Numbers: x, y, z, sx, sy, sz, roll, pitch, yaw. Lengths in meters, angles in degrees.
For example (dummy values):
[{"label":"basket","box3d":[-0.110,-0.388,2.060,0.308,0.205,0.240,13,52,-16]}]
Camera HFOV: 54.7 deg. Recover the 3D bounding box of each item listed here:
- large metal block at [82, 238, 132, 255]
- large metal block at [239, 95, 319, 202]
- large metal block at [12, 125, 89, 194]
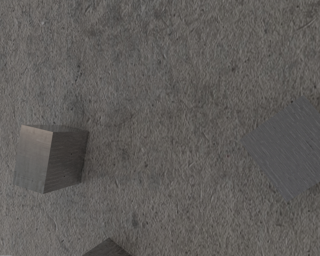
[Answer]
[{"label":"large metal block","box3d":[-0.086,0.206,0.410,0.050,0.080,0.080,32,100,17]},{"label":"large metal block","box3d":[0.148,0.021,0.343,0.080,0.050,0.080,-38,78,16]},{"label":"large metal block","box3d":[-0.149,0.039,0.432,0.050,0.080,0.079,12,94,19]}]
